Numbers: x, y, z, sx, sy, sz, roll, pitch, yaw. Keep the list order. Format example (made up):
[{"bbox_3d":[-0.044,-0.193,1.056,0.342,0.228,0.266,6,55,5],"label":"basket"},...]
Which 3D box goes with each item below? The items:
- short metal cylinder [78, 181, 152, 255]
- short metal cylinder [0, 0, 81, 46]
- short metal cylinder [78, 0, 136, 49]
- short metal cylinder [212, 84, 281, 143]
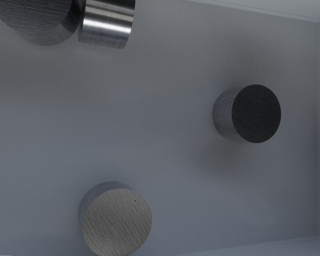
[{"bbox_3d":[-0.056,0.109,0.377,0.081,0.050,0.080,0,90,-20],"label":"short metal cylinder"},{"bbox_3d":[-0.132,-0.136,0.338,0.081,0.050,0.080,0,91,-5],"label":"short metal cylinder"},{"bbox_3d":[-0.064,-0.135,0.358,0.050,0.080,0.080,5,89,-20],"label":"short metal cylinder"},{"bbox_3d":[0.123,-0.019,0.442,0.081,0.050,0.080,0,90,-20],"label":"short metal cylinder"}]
